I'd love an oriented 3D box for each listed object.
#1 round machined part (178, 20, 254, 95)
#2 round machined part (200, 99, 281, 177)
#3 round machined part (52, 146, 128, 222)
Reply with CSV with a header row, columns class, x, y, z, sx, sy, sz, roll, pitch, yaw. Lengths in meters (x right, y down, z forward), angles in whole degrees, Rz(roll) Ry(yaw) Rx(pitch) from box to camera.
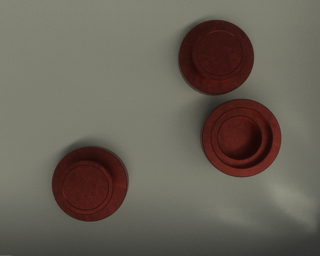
class,x,y,z,sx,sy,sz,roll,pitch,yaw
round machined part,0.074,-0.093,0.403,0.099,0.042,0.097,0,90,0
round machined part,0.101,0.012,0.403,0.099,0.042,0.097,0,90,0
round machined part,-0.092,0.073,0.402,0.099,0.042,0.097,0,90,0
